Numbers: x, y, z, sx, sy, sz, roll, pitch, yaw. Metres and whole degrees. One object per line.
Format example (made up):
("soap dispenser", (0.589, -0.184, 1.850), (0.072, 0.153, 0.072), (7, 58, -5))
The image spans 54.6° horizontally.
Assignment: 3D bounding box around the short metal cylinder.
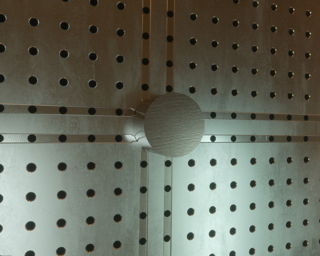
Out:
("short metal cylinder", (0.010, -0.004, 0.403), (0.081, 0.050, 0.080), (0, 90, -20))
